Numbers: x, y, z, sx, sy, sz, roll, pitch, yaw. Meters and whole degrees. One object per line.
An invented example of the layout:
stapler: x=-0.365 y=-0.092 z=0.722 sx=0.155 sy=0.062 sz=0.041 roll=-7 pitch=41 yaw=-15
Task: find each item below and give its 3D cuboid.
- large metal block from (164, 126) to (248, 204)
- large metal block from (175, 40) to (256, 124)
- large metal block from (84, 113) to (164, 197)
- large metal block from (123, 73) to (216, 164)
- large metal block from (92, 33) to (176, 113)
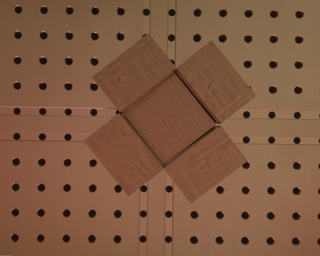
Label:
large metal block: x=0.052 y=0.041 z=0.387 sx=0.080 sy=0.080 sz=0.050 roll=-37 pitch=90 yaw=0
large metal block: x=0.063 y=-0.052 z=0.386 sx=0.050 sy=0.080 sz=0.080 roll=-39 pitch=91 yaw=0
large metal block: x=-0.040 y=0.029 z=0.385 sx=0.050 sy=0.080 sz=0.080 roll=-39 pitch=91 yaw=0
large metal block: x=0.012 y=-0.011 z=0.400 sx=0.080 sy=0.050 sz=0.080 roll=-38 pitch=89 yaw=2
large metal block: x=-0.029 y=-0.062 z=0.386 sx=0.080 sy=0.080 sz=0.050 roll=-38 pitch=90 yaw=0
